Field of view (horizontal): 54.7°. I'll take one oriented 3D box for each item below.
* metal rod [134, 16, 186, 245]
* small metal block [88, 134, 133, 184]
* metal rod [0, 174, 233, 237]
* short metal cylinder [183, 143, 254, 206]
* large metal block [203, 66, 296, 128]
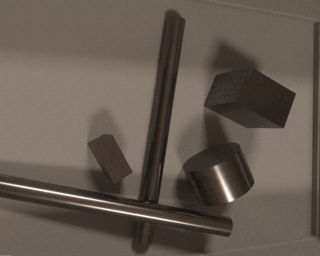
[{"bbox_3d":[0.000,0.001,0.411,0.025,0.025,0.298,10,87,-20],"label":"metal rod"},{"bbox_3d":[-0.062,0.035,0.375,0.025,0.050,0.050,-30,100,-18],"label":"small metal block"},{"bbox_3d":[-0.055,0.094,0.370,0.302,0.025,0.025,14,85,-12],"label":"metal rod"},{"bbox_3d":[0.077,0.060,0.411,0.081,0.080,0.050,-27,100,-18],"label":"short metal cylinder"},{"bbox_3d":[0.121,-0.038,0.428,0.080,0.080,0.050,25,82,-19],"label":"large metal block"}]
